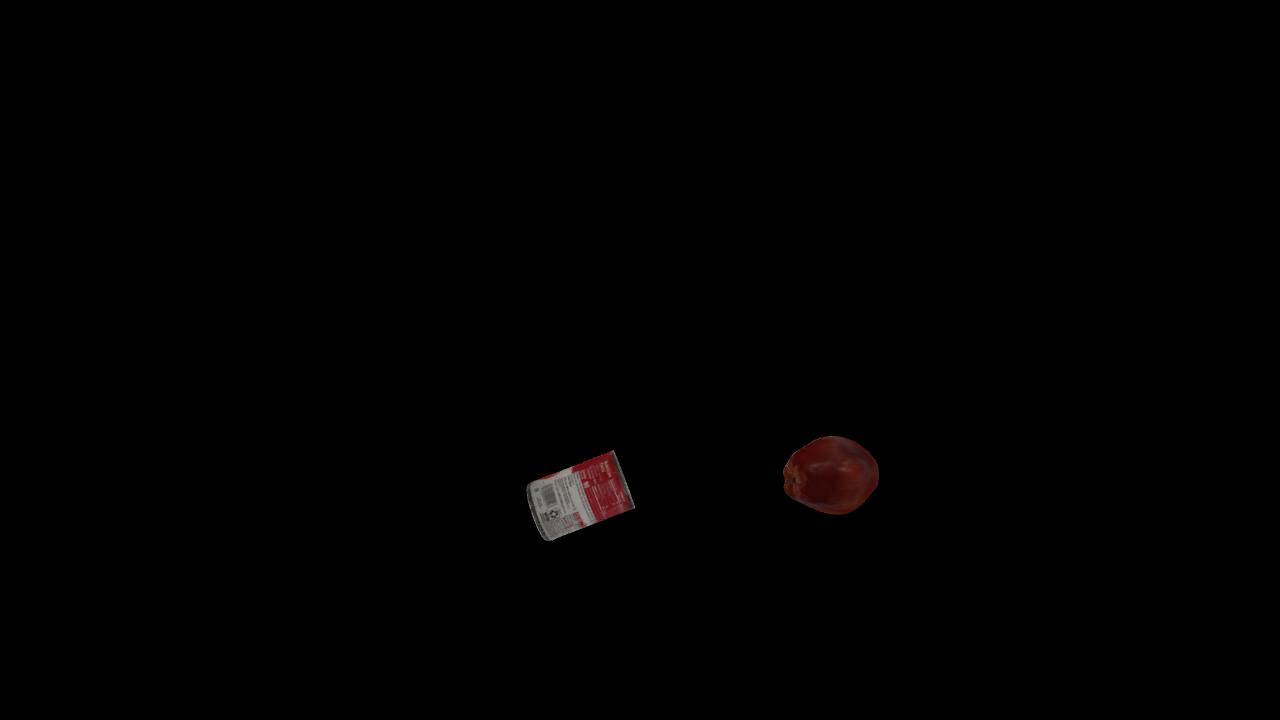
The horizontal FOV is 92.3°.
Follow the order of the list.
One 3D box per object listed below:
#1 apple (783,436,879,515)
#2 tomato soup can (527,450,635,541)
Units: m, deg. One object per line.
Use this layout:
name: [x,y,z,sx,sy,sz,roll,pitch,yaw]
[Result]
apple: [0.193,0.116,0.618,0.093,0.079,0.079,2,-1,-17]
tomato soup can: [-0.064,0.147,0.665,0.101,0.068,0.068,-21,1,-4]
